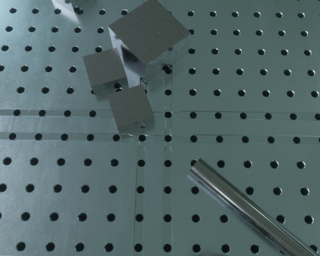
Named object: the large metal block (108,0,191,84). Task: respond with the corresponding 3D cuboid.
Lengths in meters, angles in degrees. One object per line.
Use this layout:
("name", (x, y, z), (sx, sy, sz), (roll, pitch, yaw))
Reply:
("large metal block", (-0.014, -0.125, 0.444), (0.080, 0.050, 0.080), (-38, 75, -13))

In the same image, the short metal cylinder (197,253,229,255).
("short metal cylinder", (0.061, 0.178, 0.334), (0.081, 0.050, 0.080), (0, 70, 0))

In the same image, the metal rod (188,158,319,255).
("metal rod", (0.157, 0.140, 0.362), (0.300, 0.025, 0.025), (39, 75, 13))

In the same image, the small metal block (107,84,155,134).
("small metal block", (-0.039, -0.026, 0.421), (0.050, 0.025, 0.050), (-18, 71, -7))

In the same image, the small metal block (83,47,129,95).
("small metal block", (-0.077, -0.081, 0.440), (0.050, 0.025, 0.050), (-17, 71, -7))

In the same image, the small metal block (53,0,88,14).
("small metal block", (-0.140, -0.218, 0.490), (0.050, 0.025, 0.050), (33, 73, 11))
